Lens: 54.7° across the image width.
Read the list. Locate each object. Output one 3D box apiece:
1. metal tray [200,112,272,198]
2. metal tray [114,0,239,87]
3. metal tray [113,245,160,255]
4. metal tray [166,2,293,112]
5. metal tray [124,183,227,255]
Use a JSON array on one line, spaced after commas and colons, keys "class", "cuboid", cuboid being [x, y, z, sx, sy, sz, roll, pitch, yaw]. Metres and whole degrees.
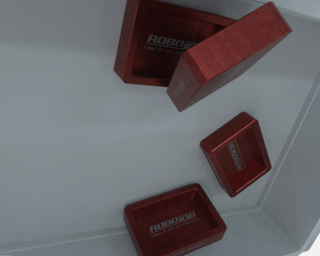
[{"class": "metal tray", "cuboid": [0.128, 0.047, 0.506, 0.090, 0.030, 0.130, -35, 129, -5]}, {"class": "metal tray", "cuboid": [0.020, -0.094, 0.359, 0.131, 0.030, 0.089, 1, 118, -29]}, {"class": "metal tray", "cuboid": [-0.024, 0.254, 0.553, 0.131, 0.030, 0.089, -2, 120, -28]}, {"class": "metal tray", "cuboid": [0.057, -0.061, 0.306, 0.090, 0.130, 0.030, -32, 86, -8]}, {"class": "metal tray", "cuboid": [0.021, 0.143, 0.465, 0.131, 0.090, 0.030, -14, 138, -21]}]
